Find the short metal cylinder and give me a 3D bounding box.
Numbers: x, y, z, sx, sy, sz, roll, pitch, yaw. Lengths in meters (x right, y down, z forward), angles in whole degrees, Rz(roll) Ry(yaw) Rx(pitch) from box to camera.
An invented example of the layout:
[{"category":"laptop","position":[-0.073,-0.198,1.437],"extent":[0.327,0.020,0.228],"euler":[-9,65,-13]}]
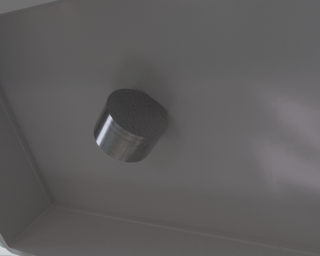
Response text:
[{"category":"short metal cylinder","position":[-0.037,-0.004,0.391],"extent":[0.080,0.080,0.050],"euler":[37,129,3]}]
